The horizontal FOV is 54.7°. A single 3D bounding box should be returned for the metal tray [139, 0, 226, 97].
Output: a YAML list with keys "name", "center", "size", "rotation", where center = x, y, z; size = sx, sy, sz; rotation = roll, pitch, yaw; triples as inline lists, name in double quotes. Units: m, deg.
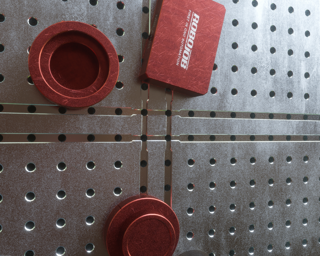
- name: "metal tray"
  center: [0.032, -0.116, 0.421]
  size: [0.091, 0.030, 0.129]
  rotation: [15, 85, -20]

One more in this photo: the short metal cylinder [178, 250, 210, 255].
- name: "short metal cylinder"
  center: [0.053, 0.215, 0.419]
  size: [0.081, 0.050, 0.079]
  rotation: [0, 90, -20]

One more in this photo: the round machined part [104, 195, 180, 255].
- name: "round machined part"
  center: [-0.019, 0.138, 0.397]
  size: [0.099, 0.042, 0.097]
  rotation: [0, 90, -20]

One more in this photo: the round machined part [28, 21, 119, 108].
- name: "round machined part"
  center: [-0.101, -0.071, 0.366]
  size: [0.099, 0.042, 0.097]
  rotation: [0, 90, -20]
